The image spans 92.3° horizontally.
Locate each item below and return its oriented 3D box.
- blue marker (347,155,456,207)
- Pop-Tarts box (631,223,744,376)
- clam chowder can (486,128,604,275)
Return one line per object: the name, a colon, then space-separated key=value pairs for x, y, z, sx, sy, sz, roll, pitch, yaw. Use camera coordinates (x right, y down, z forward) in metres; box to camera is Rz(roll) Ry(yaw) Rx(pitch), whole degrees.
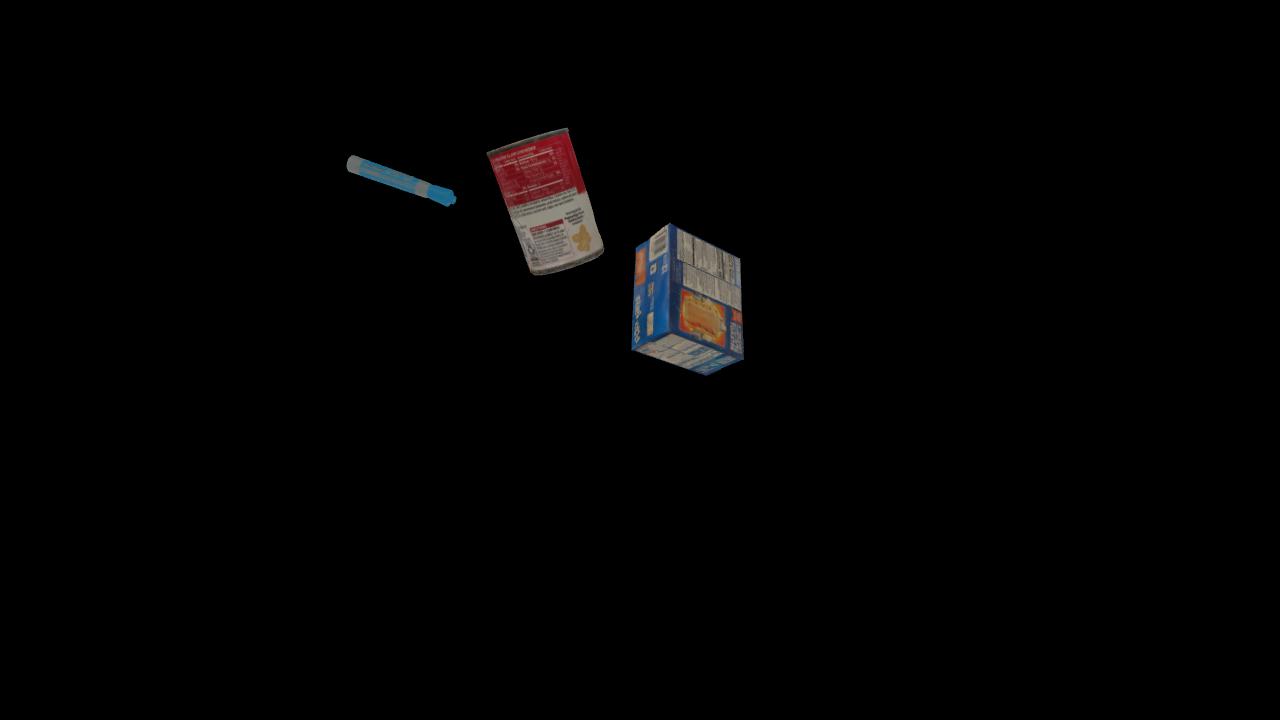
blue marker: x=-0.257 y=-0.194 z=0.668 sx=0.121 sy=0.020 sz=0.020 roll=20 pitch=0 yaw=1
Pop-Tarts box: x=0.068 y=-0.082 z=0.872 sx=0.141 sy=0.167 sz=0.083 roll=18 pitch=-27 yaw=-33
clam chowder can: x=-0.075 y=-0.128 z=0.501 sx=0.068 sy=0.102 sz=0.068 roll=-15 pitch=20 yaw=6
